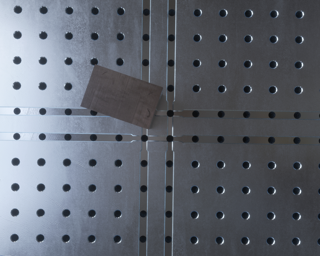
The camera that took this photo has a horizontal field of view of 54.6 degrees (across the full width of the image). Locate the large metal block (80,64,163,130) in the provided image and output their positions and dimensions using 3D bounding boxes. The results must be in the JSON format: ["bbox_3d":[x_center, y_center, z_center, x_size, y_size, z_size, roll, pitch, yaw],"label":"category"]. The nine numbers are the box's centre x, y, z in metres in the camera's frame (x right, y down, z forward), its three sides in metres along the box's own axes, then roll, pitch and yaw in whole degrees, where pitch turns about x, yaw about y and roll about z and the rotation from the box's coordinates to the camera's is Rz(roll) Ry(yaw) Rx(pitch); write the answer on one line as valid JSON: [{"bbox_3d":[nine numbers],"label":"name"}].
[{"bbox_3d":[-0.043,-0.035,0.386,0.080,0.080,0.050,19,90,0],"label":"large metal block"}]
